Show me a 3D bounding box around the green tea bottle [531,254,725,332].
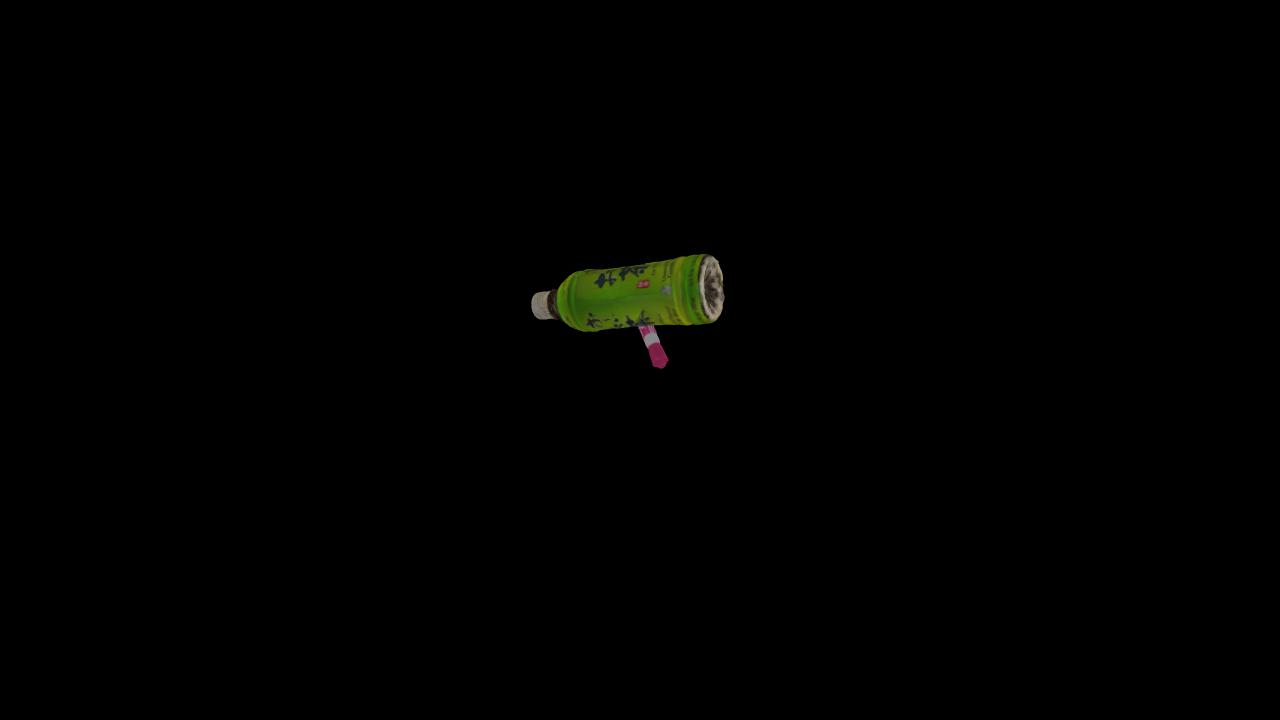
[{"bbox_3d":[-0.020,-0.065,0.646,0.212,0.073,0.073,-4,-2,29],"label":"green tea bottle"}]

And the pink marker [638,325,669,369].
[{"bbox_3d":[0.006,-0.041,0.717,0.020,0.121,0.020,-15,-32,-10],"label":"pink marker"}]
